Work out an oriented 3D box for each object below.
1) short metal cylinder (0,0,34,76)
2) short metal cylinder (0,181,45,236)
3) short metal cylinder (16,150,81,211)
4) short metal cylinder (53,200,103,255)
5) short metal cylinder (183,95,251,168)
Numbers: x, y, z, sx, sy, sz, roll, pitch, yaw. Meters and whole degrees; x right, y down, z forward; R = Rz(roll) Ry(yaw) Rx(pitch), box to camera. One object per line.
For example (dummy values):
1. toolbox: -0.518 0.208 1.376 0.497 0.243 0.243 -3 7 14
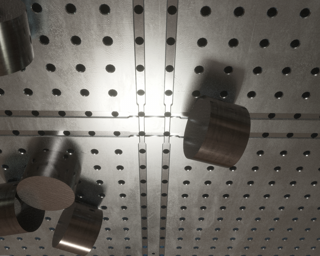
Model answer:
1. short metal cylinder: -0.167 -0.090 0.296 0.081 0.080 0.050 5 130 -5
2. short metal cylinder: -0.221 0.122 0.476 0.050 0.080 0.080 -11 130 8
3. short metal cylinder: -0.162 0.078 0.460 0.081 0.050 0.079 0 130 0
4. short metal cylinder: -0.137 0.164 0.513 0.050 0.080 0.080 27 125 -22
5. short metal cylinder: 0.067 0.005 0.381 0.050 0.080 0.079 15 129 -13
